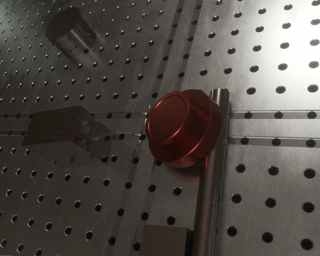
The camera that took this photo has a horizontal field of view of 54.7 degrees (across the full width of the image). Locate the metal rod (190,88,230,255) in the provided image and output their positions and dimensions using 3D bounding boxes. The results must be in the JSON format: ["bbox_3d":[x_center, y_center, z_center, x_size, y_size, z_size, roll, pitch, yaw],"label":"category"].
[{"bbox_3d":[0.050,0.088,0.326,0.025,0.025,0.299,-3,60,26],"label":"metal rod"}]

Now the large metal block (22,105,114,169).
[{"bbox_3d":[-0.123,0.016,0.426,0.080,0.080,0.050,-7,59,24],"label":"large metal block"}]

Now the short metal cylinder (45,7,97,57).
[{"bbox_3d":[-0.169,-0.182,0.590,0.080,0.050,0.080,-13,56,20],"label":"short metal cylinder"}]

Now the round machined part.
[{"bbox_3d":[0.021,-0.005,0.370,0.098,0.042,0.098,-28,46,33],"label":"round machined part"}]

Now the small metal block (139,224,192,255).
[{"bbox_3d":[0.007,0.131,0.324,0.050,0.025,0.050,-4,60,25],"label":"small metal block"}]
